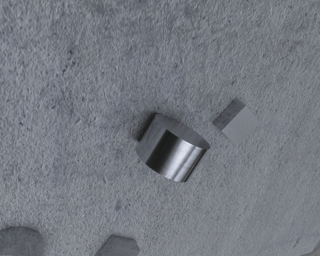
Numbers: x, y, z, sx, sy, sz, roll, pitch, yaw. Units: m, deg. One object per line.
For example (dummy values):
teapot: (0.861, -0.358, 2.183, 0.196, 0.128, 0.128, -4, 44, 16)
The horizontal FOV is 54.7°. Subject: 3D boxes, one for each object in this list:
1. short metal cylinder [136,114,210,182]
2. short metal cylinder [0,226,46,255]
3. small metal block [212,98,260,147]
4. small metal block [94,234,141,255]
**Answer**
short metal cylinder: (0.016, 0.024, 0.396, 0.080, 0.080, 0.050, 20, 108, -36)
short metal cylinder: (-0.189, 0.174, 0.395, 0.081, 0.050, 0.079, -14, 124, -21)
small metal block: (0.115, -0.008, 0.465, 0.050, 0.025, 0.050, -47, 129, 5)
small metal block: (-0.069, 0.202, 0.494, 0.050, 0.025, 0.050, 29, 102, -38)
